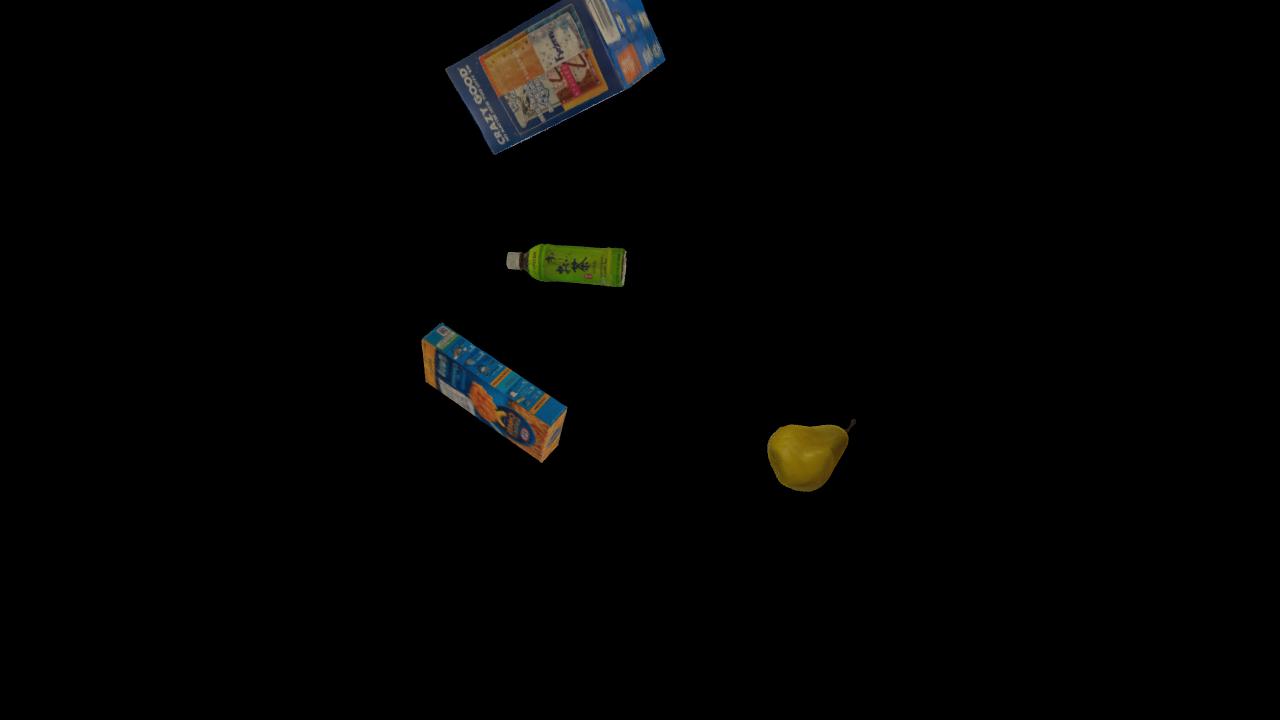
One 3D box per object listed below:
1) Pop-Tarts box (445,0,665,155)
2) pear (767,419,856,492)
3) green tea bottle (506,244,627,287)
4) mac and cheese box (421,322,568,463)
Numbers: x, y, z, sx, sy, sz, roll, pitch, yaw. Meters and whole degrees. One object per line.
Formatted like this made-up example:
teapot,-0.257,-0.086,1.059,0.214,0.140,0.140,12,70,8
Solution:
Pop-Tarts box,-0.069,-0.275,0.573,0.141,0.083,0.167,-16,27,24
pear,0.207,0.106,0.716,0.111,0.080,0.080,-17,1,-3
green tea bottle,-0.131,-0.172,1.100,0.212,0.073,0.073,5,0,3
mac and cheese box,-0.176,0.041,0.735,0.184,0.041,0.093,33,-39,9
